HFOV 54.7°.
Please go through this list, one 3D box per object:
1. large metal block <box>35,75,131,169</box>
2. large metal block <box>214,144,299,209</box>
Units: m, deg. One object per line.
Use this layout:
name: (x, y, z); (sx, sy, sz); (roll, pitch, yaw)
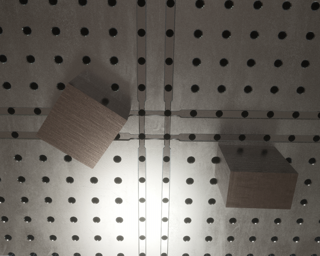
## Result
large metal block: (-0.095, -0.008, 0.396); (0.080, 0.050, 0.080); (33, 106, -12)
large metal block: (0.121, 0.062, 0.409); (0.081, 0.080, 0.050); (2, 110, -1)
